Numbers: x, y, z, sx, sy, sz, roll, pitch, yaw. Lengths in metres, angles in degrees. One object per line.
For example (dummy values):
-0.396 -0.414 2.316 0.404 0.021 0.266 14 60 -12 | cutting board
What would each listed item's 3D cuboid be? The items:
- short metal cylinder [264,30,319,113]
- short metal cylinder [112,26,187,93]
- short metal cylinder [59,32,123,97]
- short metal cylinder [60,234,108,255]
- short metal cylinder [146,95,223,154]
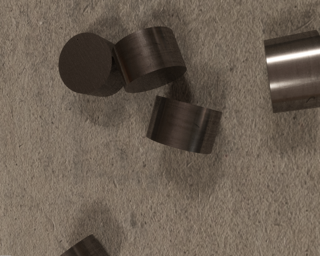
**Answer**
0.142 -0.058 0.330 0.050 0.080 0.080 -7 88 19 | short metal cylinder
-0.013 -0.082 0.384 0.080 0.080 0.050 -21 83 18 | short metal cylinder
-0.090 -0.085 0.426 0.080 0.050 0.079 0 90 19 | short metal cylinder
-0.111 0.190 0.417 0.080 0.080 0.050 -42 77 15 | short metal cylinder
0.029 -0.005 0.369 0.080 0.080 0.050 16 96 19 | short metal cylinder
